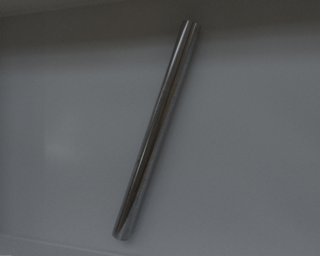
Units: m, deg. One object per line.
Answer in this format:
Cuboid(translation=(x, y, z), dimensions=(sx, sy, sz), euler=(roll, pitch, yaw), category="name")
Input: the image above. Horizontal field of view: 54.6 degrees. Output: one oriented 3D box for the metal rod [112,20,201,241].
Cuboid(translation=(-0.007, 0.008, 0.411), dimensions=(0.025, 0.025, 0.298), euler=(21, 97, 19), category="metal rod")
